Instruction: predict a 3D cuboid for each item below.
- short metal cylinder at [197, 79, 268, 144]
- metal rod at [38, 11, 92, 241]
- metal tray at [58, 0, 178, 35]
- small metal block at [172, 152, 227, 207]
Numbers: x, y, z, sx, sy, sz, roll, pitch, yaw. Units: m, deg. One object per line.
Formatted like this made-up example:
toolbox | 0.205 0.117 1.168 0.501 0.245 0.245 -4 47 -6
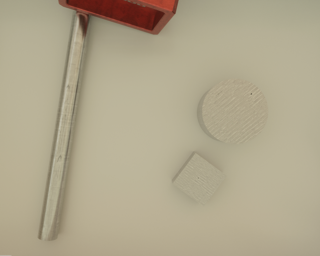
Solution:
short metal cylinder | 0.091 -0.020 0.400 0.081 0.050 0.079 0 90 -1
metal rod | -0.125 -0.003 0.409 0.025 0.025 0.298 9 90 -1
metal tray | -0.051 -0.154 0.363 0.131 0.090 0.030 13 87 -14
small metal block | 0.051 0.067 0.412 0.050 0.025 0.050 37 90 -1
